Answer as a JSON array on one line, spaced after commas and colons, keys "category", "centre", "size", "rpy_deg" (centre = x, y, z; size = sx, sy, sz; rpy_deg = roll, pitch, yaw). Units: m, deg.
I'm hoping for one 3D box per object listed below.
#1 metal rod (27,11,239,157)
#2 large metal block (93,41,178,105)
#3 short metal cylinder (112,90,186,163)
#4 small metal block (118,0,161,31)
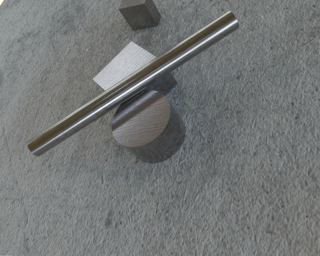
[{"category": "metal rod", "centre": [-0.036, -0.053, 0.391], "size": [0.301, 0.025, 0.025], "rpy_deg": [-32, 52, 4]}, {"category": "large metal block", "centre": [-0.036, -0.067, 0.448], "size": [0.080, 0.050, 0.080], "rpy_deg": [-46, 51, -4]}, {"category": "short metal cylinder", "centre": [-0.014, -0.001, 0.396], "size": [0.080, 0.050, 0.080], "rpy_deg": [-13, 56, 21]}, {"category": "small metal block", "centre": [-0.033, -0.196, 0.526], "size": [0.050, 0.050, 0.025], "rpy_deg": [0, 62, 28]}]
